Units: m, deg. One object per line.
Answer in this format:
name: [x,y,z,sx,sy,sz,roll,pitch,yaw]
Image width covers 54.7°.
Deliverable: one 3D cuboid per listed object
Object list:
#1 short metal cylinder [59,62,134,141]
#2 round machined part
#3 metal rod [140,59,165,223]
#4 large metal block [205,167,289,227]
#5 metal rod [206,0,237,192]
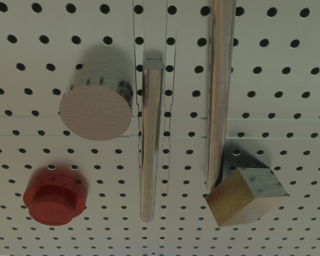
short metal cylinder: [-0.073,-0.031,0.368,0.081,0.050,0.079,-1,130,0]
round machined part: [-0.172,0.123,0.503,0.099,0.042,0.097,-1,130,0]
metal rod: [-0.015,0.042,0.446,0.025,0.025,0.298,2,130,-2]
large metal block: [0.130,0.104,0.469,0.081,0.050,0.080,7,134,-36]
metal rod: [0.074,-0.020,0.396,0.025,0.025,0.298,-4,130,3]
